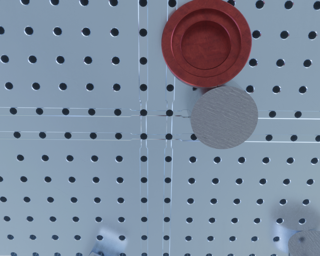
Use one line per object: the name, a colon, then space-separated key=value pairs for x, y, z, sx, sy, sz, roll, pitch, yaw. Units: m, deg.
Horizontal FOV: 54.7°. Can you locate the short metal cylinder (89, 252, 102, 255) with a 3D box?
short metal cylinder: x=-0.097 y=0.238 z=0.471 sx=0.050 sy=0.080 sz=0.080 roll=28 pitch=108 yaw=-10

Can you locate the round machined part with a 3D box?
round machined part: x=0.052 y=-0.094 z=0.360 sx=0.099 sy=0.042 sz=0.097 roll=0 pitch=92 yaw=5

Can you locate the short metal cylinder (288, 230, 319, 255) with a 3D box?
short metal cylinder: x=0.233 y=0.199 z=0.459 sx=0.080 sy=0.080 sz=0.050 roll=-7 pitch=110 yaw=2

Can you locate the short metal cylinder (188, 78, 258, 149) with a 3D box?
short metal cylinder: x=0.077 y=-0.020 z=0.393 sx=0.081 sy=0.050 sz=0.079 roll=0 pitch=110 yaw=0
